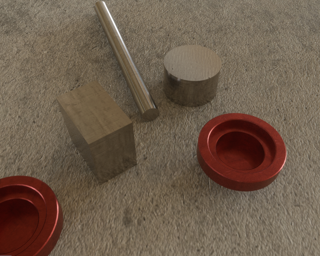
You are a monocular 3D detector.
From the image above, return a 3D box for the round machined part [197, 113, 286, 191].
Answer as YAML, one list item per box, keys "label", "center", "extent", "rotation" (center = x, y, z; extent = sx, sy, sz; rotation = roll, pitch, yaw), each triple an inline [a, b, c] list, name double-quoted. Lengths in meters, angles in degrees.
- label: "round machined part"
  center: [0.092, 0.032, 0.366]
  extent: [0.099, 0.042, 0.098]
  rotation: [0, 50, 0]

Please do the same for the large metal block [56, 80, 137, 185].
- label: "large metal block"
  center: [-0.072, 0.005, 0.362]
  extent: [0.050, 0.080, 0.080]
  rotation: [-28, 56, -22]

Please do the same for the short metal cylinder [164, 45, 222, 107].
- label: "short metal cylinder"
  center: [0.046, -0.077, 0.451]
  extent: [0.081, 0.050, 0.080]
  rotation: [0, 50, 0]

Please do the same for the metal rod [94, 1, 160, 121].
- label: "metal rod"
  center: [-0.064, -0.125, 0.507]
  extent: [0.025, 0.025, 0.300]
  rotation: [-16, 52, -13]

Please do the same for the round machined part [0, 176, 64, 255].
- label: "round machined part"
  center: [-0.146, 0.100, 0.307]
  extent: [0.099, 0.042, 0.098]
  rotation: [0, 50, 0]
